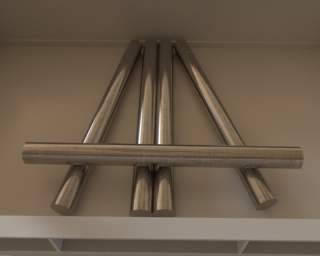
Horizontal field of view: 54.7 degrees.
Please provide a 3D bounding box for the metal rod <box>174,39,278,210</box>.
[{"bbox_3d":[0.075,-0.028,0.427,0.025,0.025,0.300,-12,51,-10],"label":"metal rod"}]

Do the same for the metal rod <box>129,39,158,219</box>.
[{"bbox_3d":[-0.017,-0.023,0.423,0.025,0.025,0.300,1,50,1],"label":"metal rod"}]

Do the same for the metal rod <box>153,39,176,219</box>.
[{"bbox_3d":[0.007,-0.024,0.423,0.025,0.025,0.300,1,50,1],"label":"metal rod"}]

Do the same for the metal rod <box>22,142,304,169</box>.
[{"bbox_3d":[0.003,0.030,0.344,0.302,0.025,0.025,1,50,1],"label":"metal rod"}]

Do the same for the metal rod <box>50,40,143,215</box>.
[{"bbox_3d":[-0.073,-0.025,0.424,0.025,0.025,0.300,10,51,8],"label":"metal rod"}]
